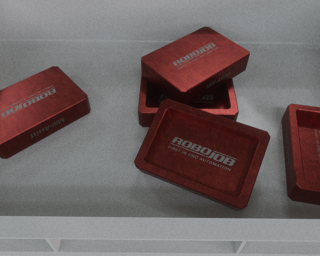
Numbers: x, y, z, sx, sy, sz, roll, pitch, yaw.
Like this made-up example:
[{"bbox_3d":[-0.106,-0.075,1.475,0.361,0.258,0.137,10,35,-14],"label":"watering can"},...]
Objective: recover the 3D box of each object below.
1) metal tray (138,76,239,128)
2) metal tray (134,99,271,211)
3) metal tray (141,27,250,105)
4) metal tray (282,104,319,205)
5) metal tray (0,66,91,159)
[{"bbox_3d":[0.038,-0.044,0.438,0.131,0.030,0.090,1,50,0],"label":"metal tray"},{"bbox_3d":[0.048,0.029,0.357,0.130,0.030,0.090,20,75,15],"label":"metal tray"},{"bbox_3d":[0.050,-0.091,0.440,0.131,0.030,0.090,-32,57,-25],"label":"metal tray"},{"bbox_3d":[0.203,0.031,0.378,0.090,0.030,0.130,9,50,6],"label":"metal tray"},{"bbox_3d":[-0.174,-0.026,0.422,0.131,0.030,0.090,-33,58,-25],"label":"metal tray"}]
